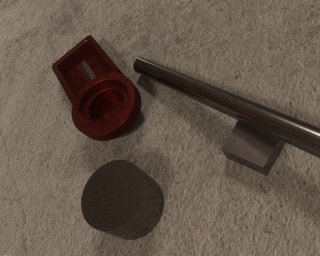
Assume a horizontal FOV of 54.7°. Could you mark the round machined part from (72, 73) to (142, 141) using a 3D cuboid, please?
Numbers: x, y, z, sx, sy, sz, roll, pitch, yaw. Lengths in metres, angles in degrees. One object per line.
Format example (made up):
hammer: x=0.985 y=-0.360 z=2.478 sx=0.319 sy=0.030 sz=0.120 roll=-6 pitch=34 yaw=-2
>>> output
round machined part: x=-0.071 y=-0.026 z=0.440 sx=0.098 sy=0.042 sz=0.098 roll=-9 pitch=63 yaw=17

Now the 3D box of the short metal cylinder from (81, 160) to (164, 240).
short metal cylinder: x=-0.042 y=0.083 z=0.358 sx=0.080 sy=0.050 sz=0.080 roll=-13 pitch=56 yaw=20

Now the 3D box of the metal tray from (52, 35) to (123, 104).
metal tray: x=-0.121 y=-0.092 z=0.517 sx=0.090 sy=0.030 sz=0.130 roll=-39 pitch=51 yaw=1

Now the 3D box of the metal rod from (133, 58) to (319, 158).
metal rod: x=0.059 y=-0.040 z=0.372 sx=0.025 sy=0.025 sz=0.300 roll=-50 pitch=44 yaw=-7

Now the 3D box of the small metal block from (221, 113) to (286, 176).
small metal block: x=0.104 y=0.017 z=0.339 sx=0.050 sy=0.025 sz=0.050 roll=24 pitch=75 yaw=36
